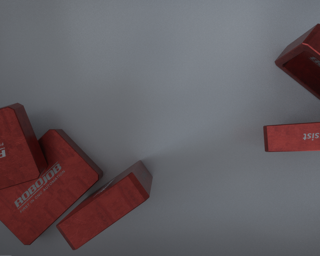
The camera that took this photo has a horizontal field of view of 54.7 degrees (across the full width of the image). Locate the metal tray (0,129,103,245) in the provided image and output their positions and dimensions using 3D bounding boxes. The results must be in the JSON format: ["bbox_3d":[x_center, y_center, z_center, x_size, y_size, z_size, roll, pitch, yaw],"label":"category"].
[{"bbox_3d":[-0.153,0.075,0.407,0.130,0.030,0.090,-44,91,-1],"label":"metal tray"}]

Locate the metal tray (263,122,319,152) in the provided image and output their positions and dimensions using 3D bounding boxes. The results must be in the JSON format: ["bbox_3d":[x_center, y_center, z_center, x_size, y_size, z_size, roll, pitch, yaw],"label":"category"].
[{"bbox_3d":[0.195,0.008,0.353,0.130,0.090,0.030,-4,87,30],"label":"metal tray"}]

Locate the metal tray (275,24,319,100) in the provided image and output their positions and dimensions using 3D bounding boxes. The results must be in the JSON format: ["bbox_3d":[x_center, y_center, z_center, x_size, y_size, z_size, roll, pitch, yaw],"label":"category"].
[{"bbox_3d":[0.215,-0.062,0.379,0.130,0.090,0.030,39,88,1],"label":"metal tray"}]

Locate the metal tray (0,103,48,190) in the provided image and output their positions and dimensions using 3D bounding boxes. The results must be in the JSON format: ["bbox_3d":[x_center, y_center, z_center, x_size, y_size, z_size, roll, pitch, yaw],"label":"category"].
[{"bbox_3d":[-0.214,0.032,0.366,0.131,0.030,0.089,-17,104,-1],"label":"metal tray"}]

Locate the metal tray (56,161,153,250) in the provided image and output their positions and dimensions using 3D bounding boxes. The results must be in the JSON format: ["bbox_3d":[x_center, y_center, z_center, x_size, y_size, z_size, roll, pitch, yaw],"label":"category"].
[{"bbox_3d":[-0.055,0.081,0.358,0.090,0.130,0.030,-35,90,0],"label":"metal tray"}]
